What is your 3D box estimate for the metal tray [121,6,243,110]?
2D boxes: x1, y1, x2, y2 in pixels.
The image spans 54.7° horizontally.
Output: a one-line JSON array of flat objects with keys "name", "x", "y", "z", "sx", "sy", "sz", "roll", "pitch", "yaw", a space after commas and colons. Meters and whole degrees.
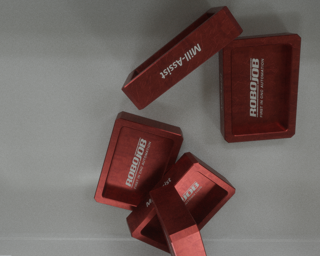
[{"name": "metal tray", "x": 0.020, "y": -0.081, "z": 0.346, "sx": 0.130, "sy": 0.090, "sz": 0.030, "roll": -36, "pitch": 106, "yaw": 12}]

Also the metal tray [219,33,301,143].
[{"name": "metal tray", "x": 0.123, "y": -0.049, "z": 0.391, "sx": 0.091, "sy": 0.030, "sz": 0.129, "roll": -5, "pitch": 110, "yaw": 1}]

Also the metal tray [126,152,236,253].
[{"name": "metal tray", "x": 0.029, "y": 0.106, "z": 0.424, "sx": 0.090, "sy": 0.030, "sz": 0.130, "roll": 37, "pitch": 98, "yaw": -31}]

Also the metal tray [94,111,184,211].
[{"name": "metal tray", "x": -0.030, "y": 0.051, "z": 0.426, "sx": 0.091, "sy": 0.030, "sz": 0.129, "roll": 16, "pitch": 109, "yaw": -6}]

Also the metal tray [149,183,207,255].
[{"name": "metal tray", "x": 0.028, "y": 0.142, "z": 0.365, "sx": 0.030, "sy": 0.090, "sz": 0.129, "roll": -20, "pitch": 115, "yaw": -8}]
